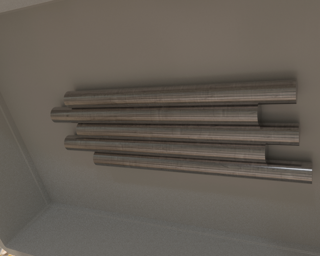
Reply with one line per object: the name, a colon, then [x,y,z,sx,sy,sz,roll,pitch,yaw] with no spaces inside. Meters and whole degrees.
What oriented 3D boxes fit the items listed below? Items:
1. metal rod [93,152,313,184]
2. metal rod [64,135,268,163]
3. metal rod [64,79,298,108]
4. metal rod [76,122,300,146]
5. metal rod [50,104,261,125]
metal rod: [0.037,0.048,0.416,0.301,0.025,0.025,1,119,27]
metal rod: [-0.010,0.026,0.427,0.301,0.025,0.025,1,119,27]
metal rod: [0.004,-0.039,0.380,0.301,0.025,0.025,1,119,27]
metal rod: [0.016,0.004,0.400,0.301,0.025,0.025,1,119,27]
metal rod: [-0.025,-0.018,0.407,0.301,0.025,0.025,1,119,27]
